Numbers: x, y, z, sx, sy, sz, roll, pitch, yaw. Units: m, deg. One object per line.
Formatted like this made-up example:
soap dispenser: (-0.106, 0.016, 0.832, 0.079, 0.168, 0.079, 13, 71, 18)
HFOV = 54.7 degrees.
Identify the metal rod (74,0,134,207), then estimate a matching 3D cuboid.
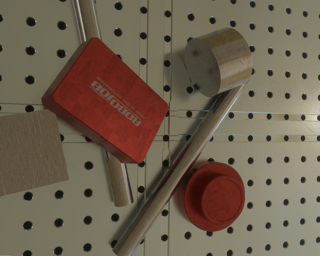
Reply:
metal rod: (-0.073, -0.050, 0.386, 0.025, 0.025, 0.298, -12, 94, -20)

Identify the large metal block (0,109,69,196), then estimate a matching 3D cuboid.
large metal block: (-0.152, 0.025, 0.344, 0.081, 0.050, 0.079, -12, 94, -20)

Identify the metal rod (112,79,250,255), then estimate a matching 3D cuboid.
metal rod: (0.035, 0.044, 0.426, 0.025, 0.025, 0.300, 40, 77, -16)

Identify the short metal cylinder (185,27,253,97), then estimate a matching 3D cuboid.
short metal cylinder: (0.076, -0.087, 0.413, 0.050, 0.080, 0.080, -24, 98, -19)

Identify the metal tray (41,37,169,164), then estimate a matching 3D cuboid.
metal tray: (-0.056, -0.028, 0.361, 0.130, 0.030, 0.090, 41, 61, -31)

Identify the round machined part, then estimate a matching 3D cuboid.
round machined part: (0.079, 0.097, 0.434, 0.099, 0.042, 0.097, 0, 90, -21)
